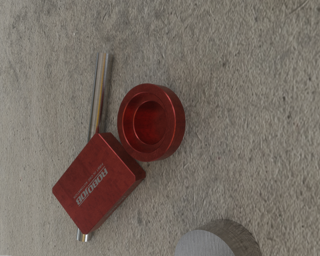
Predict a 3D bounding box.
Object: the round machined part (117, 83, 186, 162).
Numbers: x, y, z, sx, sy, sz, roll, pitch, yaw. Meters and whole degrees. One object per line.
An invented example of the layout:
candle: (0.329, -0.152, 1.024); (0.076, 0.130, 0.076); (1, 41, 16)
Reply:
round machined part: (-0.007, -0.007, 0.399); (0.098, 0.042, 0.097); (0, 90, 40)

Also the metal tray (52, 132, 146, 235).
metal tray: (-0.093, 0.081, 0.456); (0.090, 0.030, 0.129); (47, 110, 16)

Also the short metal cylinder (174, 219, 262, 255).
short metal cylinder: (0.063, 0.145, 0.337); (0.080, 0.050, 0.080); (0, 90, 40)

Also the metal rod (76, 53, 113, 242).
metal rod: (-0.104, 0.033, 0.490); (0.025, 0.025, 0.298); (13, 98, 39)
